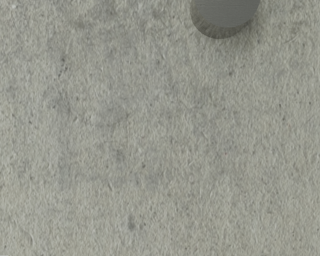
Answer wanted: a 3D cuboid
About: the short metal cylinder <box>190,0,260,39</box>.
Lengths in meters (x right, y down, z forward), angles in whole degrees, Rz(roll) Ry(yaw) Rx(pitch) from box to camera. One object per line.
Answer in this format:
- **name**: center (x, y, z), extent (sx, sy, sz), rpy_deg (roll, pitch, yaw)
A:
- **short metal cylinder**: center (0.081, -0.161, 0.398), extent (0.081, 0.050, 0.079), rpy_deg (0, 90, -1)
